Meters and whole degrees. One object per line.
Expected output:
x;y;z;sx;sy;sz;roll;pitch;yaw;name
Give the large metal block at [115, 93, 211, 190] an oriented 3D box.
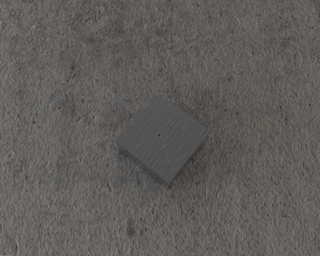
0.004;0.018;0.389;0.080;0.050;0.080;37;74;12;large metal block
